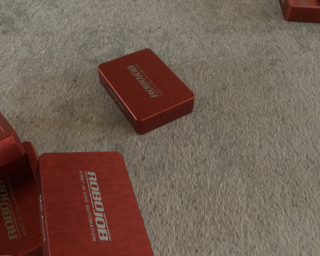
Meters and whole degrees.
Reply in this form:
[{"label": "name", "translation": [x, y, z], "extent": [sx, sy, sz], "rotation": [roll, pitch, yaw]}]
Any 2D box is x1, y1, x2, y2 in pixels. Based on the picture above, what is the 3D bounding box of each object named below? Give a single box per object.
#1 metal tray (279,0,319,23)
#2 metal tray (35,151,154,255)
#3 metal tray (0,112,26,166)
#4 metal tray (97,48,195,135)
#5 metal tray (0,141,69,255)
[{"label": "metal tray", "translation": [0.291, -0.260, 0.622], "extent": [0.091, 0.030, 0.130], "rotation": [5, 50, 3]}, {"label": "metal tray", "translation": [-0.069, 0.083, 0.308], "extent": [0.091, 0.030, 0.130], "rotation": [1, 46, -29]}, {"label": "metal tray", "translation": [-0.223, 0.013, 0.357], "extent": [0.091, 0.030, 0.130], "rotation": [-30, 38, -27]}, {"label": "metal tray", "translation": [-0.022, -0.058, 0.449], "extent": [0.091, 0.030, 0.130], "rotation": [-25, 55, -20]}, {"label": "metal tray", "translation": [-0.160, 0.083, 0.328], "extent": [0.091, 0.030, 0.130], "rotation": [-24, 54, -19]}]
